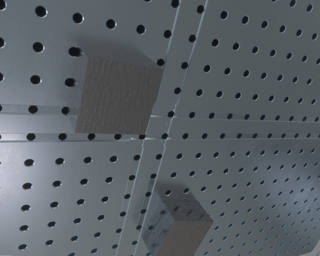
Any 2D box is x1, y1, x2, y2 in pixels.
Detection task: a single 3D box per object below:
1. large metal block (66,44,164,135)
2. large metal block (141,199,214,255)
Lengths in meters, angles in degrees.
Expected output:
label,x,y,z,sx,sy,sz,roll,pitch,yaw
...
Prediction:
label,x,y,z,sx,sy,sz,roll,pitch,yaw
large metal block,-0.052,-0.040,0.341,0.081,0.050,0.079,3,117,-30
large metal block,0.028,0.167,0.513,0.081,0.050,0.080,13,112,-34
